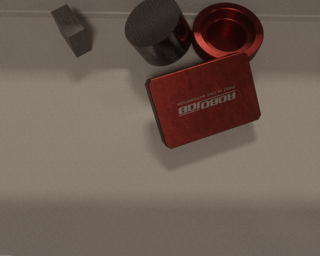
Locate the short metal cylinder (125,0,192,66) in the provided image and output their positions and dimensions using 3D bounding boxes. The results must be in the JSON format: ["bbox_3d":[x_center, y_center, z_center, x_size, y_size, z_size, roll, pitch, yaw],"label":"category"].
[{"bbox_3d":[-0.001,-0.133,0.430,0.080,0.050,0.080,-9,67,22],"label":"short metal cylinder"}]

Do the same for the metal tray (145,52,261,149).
[{"bbox_3d":[0.056,-0.037,0.398,0.131,0.030,0.089,-18,103,-7],"label":"metal tray"}]

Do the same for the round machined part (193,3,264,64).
[{"bbox_3d":[0.095,-0.128,0.449,0.099,0.042,0.098,0,70,-1],"label":"round machined part"}]

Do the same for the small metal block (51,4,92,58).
[{"bbox_3d":[-0.126,-0.138,0.445,0.025,0.050,0.050,-32,74,-11],"label":"small metal block"}]
